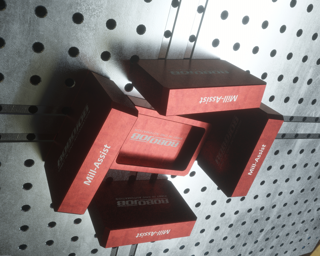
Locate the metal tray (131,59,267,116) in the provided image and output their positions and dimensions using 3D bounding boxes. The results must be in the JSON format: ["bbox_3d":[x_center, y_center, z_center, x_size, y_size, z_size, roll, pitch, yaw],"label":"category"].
[{"bbox_3d":[0.043,-0.051,0.360,0.131,0.090,0.030,-6,121,-25],"label":"metal tray"}]

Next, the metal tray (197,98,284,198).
[{"bbox_3d":[0.107,0.021,0.439,0.030,0.090,0.129,4,116,-31],"label":"metal tray"}]

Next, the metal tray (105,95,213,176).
[{"bbox_3d":[-0.002,0.015,0.414,0.131,0.030,0.089,12,112,-34],"label":"metal tray"}]

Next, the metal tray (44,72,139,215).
[{"bbox_3d":[-0.080,0.015,0.334,0.030,0.090,0.129,20,108,-35],"label":"metal tray"}]

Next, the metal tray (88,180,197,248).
[{"bbox_3d":[-0.027,0.111,0.423,0.131,0.090,0.030,4,117,-30],"label":"metal tray"}]
